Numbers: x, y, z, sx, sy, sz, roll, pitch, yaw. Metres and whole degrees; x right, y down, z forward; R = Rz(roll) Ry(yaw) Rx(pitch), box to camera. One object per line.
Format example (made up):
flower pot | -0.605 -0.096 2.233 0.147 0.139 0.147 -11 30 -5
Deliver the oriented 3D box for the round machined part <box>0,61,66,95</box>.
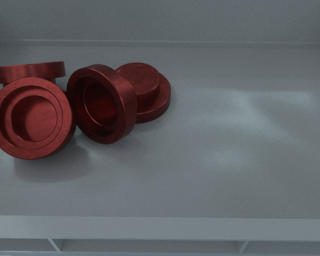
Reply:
round machined part | -0.181 -0.067 0.429 0.099 0.042 0.098 -5 14 1

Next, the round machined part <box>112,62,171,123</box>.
round machined part | -0.034 -0.056 0.441 0.099 0.042 0.098 0 50 0

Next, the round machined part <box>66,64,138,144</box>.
round machined part | -0.067 -0.032 0.388 0.098 0.097 0.042 29 37 22

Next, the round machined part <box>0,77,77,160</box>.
round machined part | -0.151 -0.011 0.382 0.099 0.042 0.097 0 86 1
